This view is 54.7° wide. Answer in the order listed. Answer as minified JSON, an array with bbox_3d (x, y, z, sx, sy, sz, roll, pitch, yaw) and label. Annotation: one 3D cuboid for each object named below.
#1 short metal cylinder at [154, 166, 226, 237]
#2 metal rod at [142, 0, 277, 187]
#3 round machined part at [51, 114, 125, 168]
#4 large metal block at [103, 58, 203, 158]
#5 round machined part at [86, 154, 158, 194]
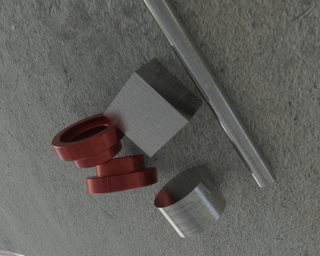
[{"bbox_3d":[0.039,0.096,0.410,0.080,0.080,0.050,-28,103,37],"label":"short metal cylinder"},{"bbox_3d":[0.048,-0.057,0.345,0.025,0.025,0.299,-25,105,37],"label":"metal rod"},{"bbox_3d":[-0.091,0.019,0.419,0.098,0.098,0.042,-5,116,30],"label":"round machined part"},{"bbox_3d":[-0.009,-0.024,0.381,0.080,0.050,0.080,43,129,-2],"label":"large metal block"},{"bbox_3d":[-0.054,0.062,0.434,0.098,0.099,0.042,-12,85,33],"label":"round machined part"}]
